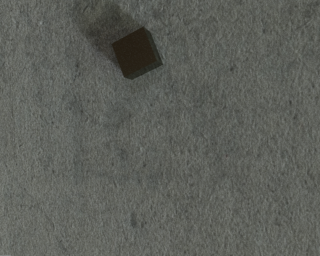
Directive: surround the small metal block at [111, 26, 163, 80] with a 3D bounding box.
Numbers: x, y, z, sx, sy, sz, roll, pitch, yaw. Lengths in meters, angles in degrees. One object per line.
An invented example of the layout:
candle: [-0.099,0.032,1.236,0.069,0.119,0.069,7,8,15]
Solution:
small metal block: [-0.030,-0.100,0.419,0.050,0.025,0.050,-23,83,18]
